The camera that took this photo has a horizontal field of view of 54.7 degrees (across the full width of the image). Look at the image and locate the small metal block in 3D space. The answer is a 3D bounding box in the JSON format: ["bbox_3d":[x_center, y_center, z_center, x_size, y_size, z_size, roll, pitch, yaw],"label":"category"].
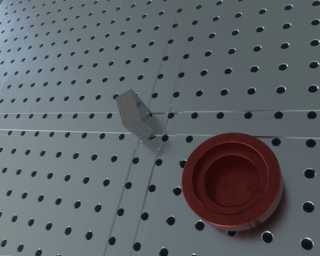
[{"bbox_3d":[-0.032,-0.016,0.417,0.025,0.050,0.050,-28,52,11],"label":"small metal block"}]

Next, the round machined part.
[{"bbox_3d":[0.076,0.057,0.322,0.098,0.042,0.098,-13,56,20],"label":"round machined part"}]
